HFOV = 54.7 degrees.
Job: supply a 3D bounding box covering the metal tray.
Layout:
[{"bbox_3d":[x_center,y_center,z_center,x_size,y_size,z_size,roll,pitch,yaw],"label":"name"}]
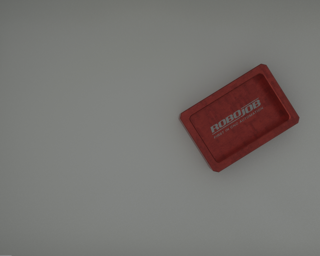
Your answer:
[{"bbox_3d":[0.102,-0.013,0.410,0.130,0.030,0.090,-32,90,-1],"label":"metal tray"}]
